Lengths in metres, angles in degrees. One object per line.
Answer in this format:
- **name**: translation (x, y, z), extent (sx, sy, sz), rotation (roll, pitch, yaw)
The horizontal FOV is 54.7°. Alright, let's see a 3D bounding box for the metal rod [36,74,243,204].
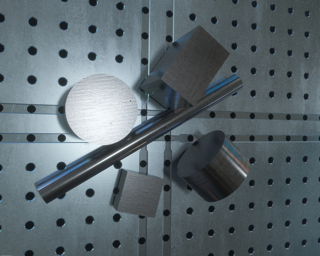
- **metal rod**: translation (-0.013, 0.005, 0.405), extent (0.302, 0.025, 0.025), rotation (-30, 100, -18)

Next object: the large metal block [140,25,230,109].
- **large metal block**: translation (0.028, -0.071, 0.390), extent (0.050, 0.080, 0.080), rotation (38, 78, -16)

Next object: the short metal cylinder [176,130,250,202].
- **short metal cylinder**: translation (0.068, 0.049, 0.405), extent (0.050, 0.080, 0.080), rotation (45, 76, -15)

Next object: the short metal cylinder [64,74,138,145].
- **short metal cylinder**: translation (-0.072, -0.021, 0.369), extent (0.081, 0.050, 0.079), rotation (0, 90, -20)

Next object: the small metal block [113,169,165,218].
- **small metal block**: translation (-0.028, 0.084, 0.399), extent (0.050, 0.025, 0.050), rotation (16, 85, -20)
